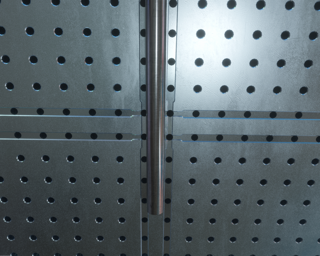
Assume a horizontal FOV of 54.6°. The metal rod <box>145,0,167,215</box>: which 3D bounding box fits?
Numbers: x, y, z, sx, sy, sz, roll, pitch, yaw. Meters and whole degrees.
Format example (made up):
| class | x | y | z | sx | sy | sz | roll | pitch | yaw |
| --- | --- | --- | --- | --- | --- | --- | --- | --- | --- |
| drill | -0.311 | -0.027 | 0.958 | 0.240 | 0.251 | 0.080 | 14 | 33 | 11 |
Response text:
| class | x | y | z | sx | sy | sz | roll | pitch | yaw |
| --- | --- | --- | --- | --- | --- | --- | --- | --- | --- |
| metal rod | -0.006 | -0.019 | 0.407 | 0.025 | 0.025 | 0.298 | 0 | 110 | 0 |
